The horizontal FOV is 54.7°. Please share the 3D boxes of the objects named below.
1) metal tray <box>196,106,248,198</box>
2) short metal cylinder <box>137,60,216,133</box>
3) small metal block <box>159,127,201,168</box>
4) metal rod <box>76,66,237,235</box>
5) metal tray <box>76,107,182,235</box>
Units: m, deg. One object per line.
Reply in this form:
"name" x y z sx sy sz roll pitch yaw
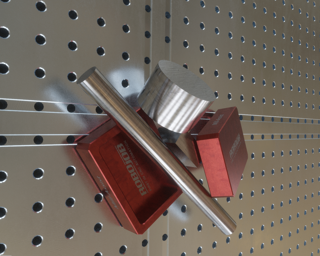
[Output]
"metal tray" 0.095 0.030 0.448 0.131 0.030 0.089 -40 117 -59
"short metal cylinder" 0.020 -0.039 0.378 0.081 0.080 0.050 10 125 -40
"small metal block" 0.023 0.025 0.407 0.050 0.050 0.025 48 61 -30
"metal rod" 0.014 0.046 0.377 0.300 0.025 0.025 49 61 -29
"metal tray" -0.030 0.050 0.376 0.091 0.030 0.129 -39 114 -33
